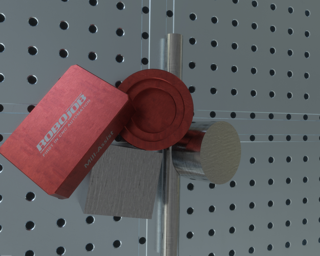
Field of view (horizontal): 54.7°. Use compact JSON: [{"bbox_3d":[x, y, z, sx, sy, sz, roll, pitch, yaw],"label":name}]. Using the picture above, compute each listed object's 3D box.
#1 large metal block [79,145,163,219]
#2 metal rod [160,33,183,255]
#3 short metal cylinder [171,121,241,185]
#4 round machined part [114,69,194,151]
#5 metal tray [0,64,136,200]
[{"bbox_3d":[-0.049,0.062,0.381,0.081,0.050,0.080,11,86,-20],"label":"large metal block"},{"bbox_3d":[0.016,0.024,0.419,0.025,0.025,0.298,1,90,-20],"label":"metal rod"},{"bbox_3d":[0.062,0.031,0.408,0.081,0.050,0.079,0,91,-40],"label":"short metal cylinder"},{"bbox_3d":[-0.008,-0.021,0.387,0.099,0.042,0.097,0,89,5],"label":"round machined part"},{"bbox_3d":[-0.101,0.001,0.347,0.090,0.030,0.130,32,77,22],"label":"metal tray"}]
